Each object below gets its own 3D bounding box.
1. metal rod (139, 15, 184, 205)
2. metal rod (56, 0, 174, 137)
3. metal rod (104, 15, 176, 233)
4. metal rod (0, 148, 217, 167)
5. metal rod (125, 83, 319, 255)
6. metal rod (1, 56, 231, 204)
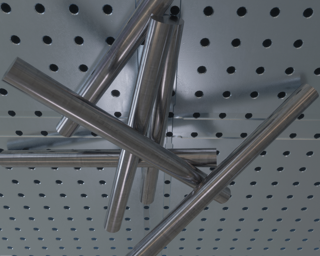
[{"bbox_3d":[-0.005,0.002,0.413,0.025,0.025,0.298,5,130,-4],"label":"metal rod"},{"bbox_3d":[-0.037,-0.089,0.334,0.025,0.025,0.299,29,124,-23],"label":"metal rod"},{"bbox_3d":[-0.033,0.019,0.372,0.025,0.025,0.298,11,122,-9],"label":"metal rod"},{"bbox_3d":[-0.076,0.041,0.422,0.301,0.025,0.025,-1,131,10],"label":"metal rod"},{"bbox_3d":[0.074,0.058,0.372,0.300,0.025,0.025,-44,122,-2],"label":"metal rod"},{"bbox_3d":[-0.021,0.020,0.343,0.301,0.025,0.025,33,123,-31],"label":"metal rod"}]
